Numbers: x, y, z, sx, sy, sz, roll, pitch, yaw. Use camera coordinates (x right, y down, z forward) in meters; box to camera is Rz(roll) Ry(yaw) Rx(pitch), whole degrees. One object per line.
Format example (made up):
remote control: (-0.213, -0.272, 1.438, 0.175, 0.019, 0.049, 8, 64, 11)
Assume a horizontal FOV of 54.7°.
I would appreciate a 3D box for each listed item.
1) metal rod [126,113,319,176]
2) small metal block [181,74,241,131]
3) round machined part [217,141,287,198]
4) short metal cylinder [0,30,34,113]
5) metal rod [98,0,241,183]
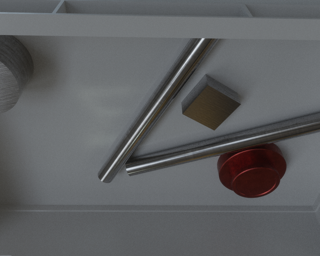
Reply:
metal rod: (0.097, 0.022, 0.429, 0.301, 0.025, 0.025, -15, 129, 11)
small metal block: (0.062, -0.031, 0.384, 0.050, 0.025, 0.050, 26, 125, -21)
round machined part: (0.137, 0.066, 0.457, 0.099, 0.042, 0.097, -1, 130, 0)
short metal cylinder: (-0.187, -0.062, 0.337, 0.081, 0.050, 0.079, 0, 130, 0)
metal rod: (-0.006, -0.025, 0.387, 0.025, 0.025, 0.298, 24, 126, -20)
